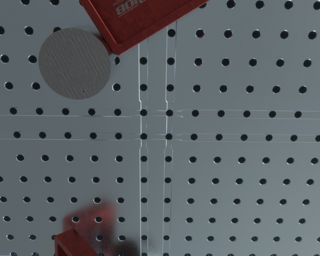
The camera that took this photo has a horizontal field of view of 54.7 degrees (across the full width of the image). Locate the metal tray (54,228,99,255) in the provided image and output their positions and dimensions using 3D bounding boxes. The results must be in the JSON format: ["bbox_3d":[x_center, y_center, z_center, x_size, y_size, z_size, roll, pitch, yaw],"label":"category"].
[{"bbox_3d":[-0.122,0.229,0.463,0.030,0.090,0.129,-13,117,-41],"label":"metal tray"}]

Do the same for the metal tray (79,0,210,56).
[{"bbox_3d":[-0.019,-0.154,0.353,0.130,0.030,0.090,-29,108,10],"label":"metal tray"}]

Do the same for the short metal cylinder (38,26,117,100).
[{"bbox_3d":[-0.095,-0.079,0.370,0.081,0.050,0.079,0,110,0],"label":"short metal cylinder"}]
